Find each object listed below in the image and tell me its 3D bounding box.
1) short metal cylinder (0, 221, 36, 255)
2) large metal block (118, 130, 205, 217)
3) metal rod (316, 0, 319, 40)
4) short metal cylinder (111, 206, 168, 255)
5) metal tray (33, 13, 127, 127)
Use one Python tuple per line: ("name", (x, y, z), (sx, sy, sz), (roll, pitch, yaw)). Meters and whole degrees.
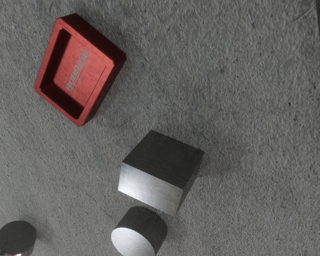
("short metal cylinder", (-0.327, 0.260, 0.704), (0.080, 0.080, 0.050), (33, 129, 6))
("large metal block", (0.003, 0.056, 0.404), (0.080, 0.080, 0.050), (22, 127, 15))
("metal rod", (0.148, -0.102, 0.265), (0.025, 0.025, 0.298), (-5, 116, 30))
("short metal cylinder", (-0.034, 0.179, 0.519), (0.080, 0.050, 0.079), (13, 124, 21))
("metal tray", (-0.112, -0.073, 0.417), (0.090, 0.030, 0.129), (40, 129, 1))
